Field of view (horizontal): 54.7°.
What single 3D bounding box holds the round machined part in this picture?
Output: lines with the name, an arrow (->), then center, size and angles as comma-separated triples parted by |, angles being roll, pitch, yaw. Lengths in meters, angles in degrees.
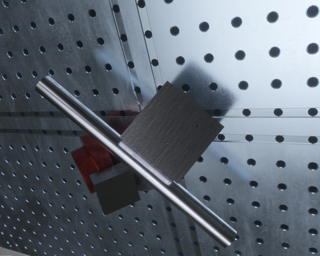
round machined part -> -0.095, 0.056, 0.447 | 0.098, 0.042, 0.098 | 54, 160, 30

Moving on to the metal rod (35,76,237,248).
metal rod -> -0.030, 0.041, 0.382 | 0.300, 0.025, 0.025 | 40, 129, 1

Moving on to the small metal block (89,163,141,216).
small metal block -> -0.058, 0.077, 0.401 | 0.025, 0.050, 0.050 | 40, 146, 57

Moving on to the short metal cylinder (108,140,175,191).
short metal cylinder -> -0.025, 0.040, 0.428 | 0.080, 0.050, 0.079 | 13, 124, 21

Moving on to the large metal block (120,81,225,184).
large metal block -> 0.013, 0.006, 0.359 | 0.080, 0.050, 0.080 | 39, 86, 1
